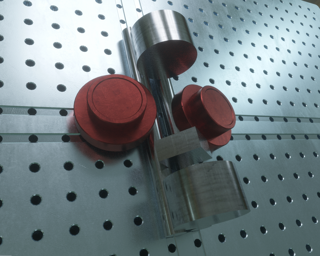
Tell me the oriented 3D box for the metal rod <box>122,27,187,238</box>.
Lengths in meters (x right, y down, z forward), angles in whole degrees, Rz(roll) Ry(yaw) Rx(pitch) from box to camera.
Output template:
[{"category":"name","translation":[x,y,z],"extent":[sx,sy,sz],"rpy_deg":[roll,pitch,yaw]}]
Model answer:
[{"category":"metal rod","translation":[-0.014,-0.013,0.407],"extent":[0.025,0.025,0.299],"rpy_deg":[1,61,-28]}]

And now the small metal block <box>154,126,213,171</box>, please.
[{"category":"small metal block","translation":[0.028,0.026,0.361],"extent":[0.050,0.050,0.025],"rpy_deg":[41,32,-60]}]

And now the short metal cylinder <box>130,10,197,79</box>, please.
[{"category":"short metal cylinder","translation":[0.004,-0.109,0.413],"extent":[0.081,0.080,0.050],"rpy_deg":[1,62,-28]}]

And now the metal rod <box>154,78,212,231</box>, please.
[{"category":"metal rod","translation":[0.017,-0.015,0.425],"extent":[0.025,0.025,0.299],"rpy_deg":[1,61,-28]}]

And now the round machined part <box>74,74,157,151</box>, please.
[{"category":"round machined part","translation":[-0.052,-0.025,0.369],"extent":[0.099,0.042,0.098],"rpy_deg":[5,61,-10]}]

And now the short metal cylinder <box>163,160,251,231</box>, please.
[{"category":"short metal cylinder","translation":[0.048,0.073,0.326],"extent":[0.081,0.080,0.050],"rpy_deg":[1,62,-28]}]

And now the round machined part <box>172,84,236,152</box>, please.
[{"category":"round machined part","translation":[0.066,-0.020,0.428],"extent":[0.099,0.042,0.098],"rpy_deg":[26,47,-31]}]
